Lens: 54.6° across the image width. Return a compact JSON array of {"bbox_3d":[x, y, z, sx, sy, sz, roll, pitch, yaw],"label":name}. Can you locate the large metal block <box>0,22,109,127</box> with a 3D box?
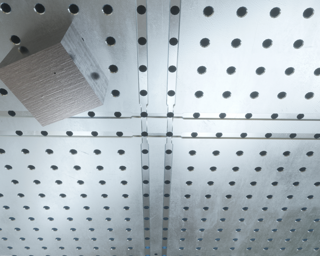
[{"bbox_3d":[-0.115,-0.057,0.345,0.080,0.050,0.080,-18,128,15],"label":"large metal block"}]
